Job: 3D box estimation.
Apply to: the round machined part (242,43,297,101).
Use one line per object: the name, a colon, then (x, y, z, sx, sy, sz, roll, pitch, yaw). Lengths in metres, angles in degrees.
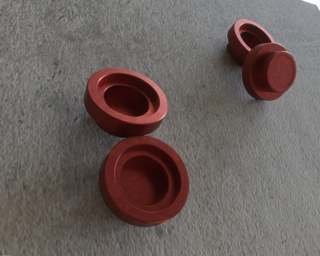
round machined part: (0.191, -0.095, 0.525, 0.099, 0.042, 0.097, -5, 101, -27)

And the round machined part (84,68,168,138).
round machined part: (-0.043, -0.026, 0.377, 0.099, 0.042, 0.098, 15, 42, -14)

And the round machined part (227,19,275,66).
round machined part: (0.166, -0.152, 0.578, 0.099, 0.042, 0.098, 14, 56, -21)

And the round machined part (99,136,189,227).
round machined part: (-0.020, 0.061, 0.346, 0.099, 0.042, 0.098, 14, 57, -22)
